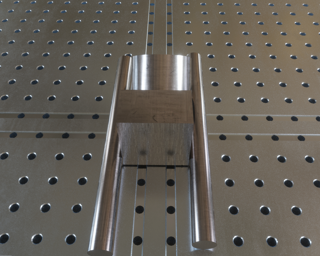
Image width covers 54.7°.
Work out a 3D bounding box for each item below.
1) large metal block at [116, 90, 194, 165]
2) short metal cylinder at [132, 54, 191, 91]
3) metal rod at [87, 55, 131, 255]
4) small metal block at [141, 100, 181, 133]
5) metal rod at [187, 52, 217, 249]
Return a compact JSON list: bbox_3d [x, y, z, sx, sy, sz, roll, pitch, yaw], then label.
[{"bbox_3d":[-0.005,0.001,0.368,0.081,0.080,0.050,1,50,0],"label":"large metal block"},{"bbox_3d":[0.002,-0.070,0.422,0.081,0.050,0.080,1,6,0],"label":"short metal cylinder"},{"bbox_3d":[-0.057,0.008,0.400,0.025,0.025,0.300,1,50,0],"label":"metal rod"},{"bbox_3d":[0.001,-0.017,0.405,0.050,0.050,0.025,1,50,0],"label":"small metal block"},{"bbox_3d":[0.050,0.002,0.406,0.025,0.025,0.300,2,50,1],"label":"metal rod"}]
